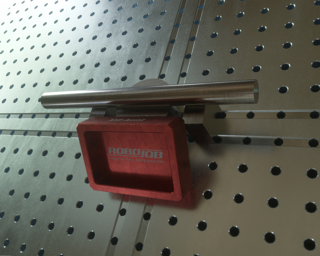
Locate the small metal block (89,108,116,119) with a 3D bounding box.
[{"bbox_3d":[-0.071,-0.018,0.441,0.025,0.050,0.050,-1,61,28],"label":"small metal block"}]

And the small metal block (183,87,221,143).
[{"bbox_3d":[0.051,-0.015,0.375,0.025,0.050,0.050,-1,61,28],"label":"small metal block"}]

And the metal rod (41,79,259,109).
[{"bbox_3d":[-0.034,-0.039,0.386,0.300,0.025,0.025,1,62,29],"label":"metal rod"}]

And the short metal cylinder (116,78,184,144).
[{"bbox_3d":[-0.010,-0.018,0.408,0.080,0.050,0.080,-13,56,21],"label":"short metal cylinder"}]

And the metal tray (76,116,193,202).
[{"bbox_3d":[-0.032,0.033,0.366,0.130,0.089,0.030,1,19,28],"label":"metal tray"}]
